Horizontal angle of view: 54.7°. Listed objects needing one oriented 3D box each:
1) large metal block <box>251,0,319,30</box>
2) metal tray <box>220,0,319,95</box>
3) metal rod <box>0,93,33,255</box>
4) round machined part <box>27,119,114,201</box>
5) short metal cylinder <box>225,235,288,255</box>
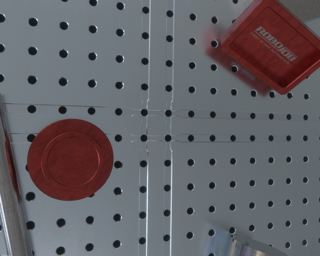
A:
[{"bbox_3d":[0.189,-0.193,0.468,0.081,0.050,0.080,-18,96,-19],"label":"large metal block"},{"bbox_3d":[0.163,-0.116,0.439,0.130,0.090,0.030,32,36,-18],"label":"metal tray"},{"bbox_3d":[-0.165,0.110,0.351,0.025,0.025,0.298,-11,94,-20],"label":"metal rod"},{"bbox_3d":[-0.103,0.038,0.366,0.099,0.042,0.097,0,90,-20],"label":"round machined part"},{"bbox_3d":[0.132,0.189,0.432,0.080,0.080,0.050,19,84,-19],"label":"short metal cylinder"}]
